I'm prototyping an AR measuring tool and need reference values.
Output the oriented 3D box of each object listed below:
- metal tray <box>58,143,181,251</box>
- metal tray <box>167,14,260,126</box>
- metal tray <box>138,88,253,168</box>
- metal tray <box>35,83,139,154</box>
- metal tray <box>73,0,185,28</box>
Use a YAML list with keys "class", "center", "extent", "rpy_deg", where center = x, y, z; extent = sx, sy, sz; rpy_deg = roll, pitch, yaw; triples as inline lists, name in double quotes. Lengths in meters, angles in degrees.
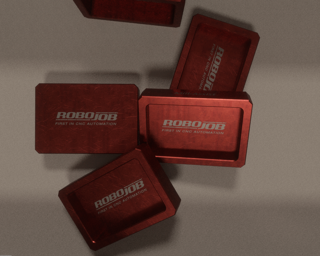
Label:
- class: "metal tray"
  center: [-0.052, 0.087, 0.387]
  extent: [0.130, 0.030, 0.090]
  rpy_deg: [-30, 92, 18]
- class: "metal tray"
  center: [0.067, -0.073, 0.409]
  extent: [0.090, 0.030, 0.129]
  rpy_deg: [18, 90, -1]
- class: "metal tray"
  center: [0.041, 0.000, 0.383]
  extent: [0.131, 0.030, 0.089]
  rpy_deg: [3, 116, 7]
- class: "metal tray"
  center: [-0.093, -0.012, 0.408]
  extent: [0.131, 0.030, 0.089]
  rpy_deg: [0, 90, -1]
- class: "metal tray"
  center: [-0.036, -0.158, 0.378]
  extent: [0.131, 0.090, 0.030]
  rpy_deg: [6, 90, -1]
